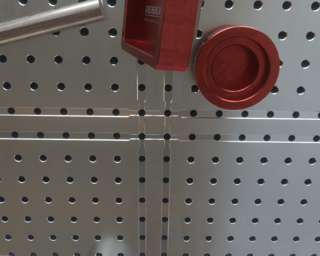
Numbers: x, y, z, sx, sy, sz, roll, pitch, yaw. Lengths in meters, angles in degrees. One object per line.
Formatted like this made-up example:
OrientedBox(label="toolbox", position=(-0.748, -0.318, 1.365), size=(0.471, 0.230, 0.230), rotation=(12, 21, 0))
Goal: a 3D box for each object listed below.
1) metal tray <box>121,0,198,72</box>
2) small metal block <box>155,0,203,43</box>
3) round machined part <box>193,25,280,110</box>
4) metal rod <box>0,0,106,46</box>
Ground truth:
OrientedBox(label="metal tray", position=(-0.006, -0.115, 0.314), size=(0.030, 0.130, 0.089), rotation=(0, 112, -22))
OrientedBox(label="small metal block", position=(0.020, -0.131, 0.366), size=(0.050, 0.025, 0.050), rotation=(7, 110, -3))
OrientedBox(label="round machined part", position=(0.090, -0.074, 0.378), size=(0.099, 0.042, 0.097), rotation=(0, 110, -1))
OrientedBox(label="metal rod", position=(-0.214, -0.106, 0.371), size=(0.302, 0.025, 0.025), rotation=(-13, 110, 4))
